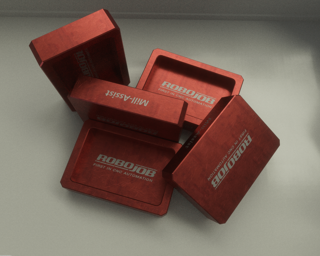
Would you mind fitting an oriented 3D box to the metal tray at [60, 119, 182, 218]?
[{"bbox_3d":[-0.044,0.049,0.385,0.131,0.030,0.090,15,71,5],"label":"metal tray"}]

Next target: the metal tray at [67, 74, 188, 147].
[{"bbox_3d":[-0.036,-0.017,0.378,0.131,0.090,0.030,15,71,5],"label":"metal tray"}]

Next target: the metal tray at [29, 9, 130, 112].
[{"bbox_3d":[-0.088,-0.075,0.377,0.090,0.130,0.030,-29,73,-10],"label":"metal tray"}]

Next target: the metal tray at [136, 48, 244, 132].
[{"bbox_3d":[0.037,-0.047,0.423,0.131,0.030,0.090,20,71,6],"label":"metal tray"}]

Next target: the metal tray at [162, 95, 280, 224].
[{"bbox_3d":[0.076,0.036,0.372,0.090,0.030,0.130,45,74,-15],"label":"metal tray"}]
